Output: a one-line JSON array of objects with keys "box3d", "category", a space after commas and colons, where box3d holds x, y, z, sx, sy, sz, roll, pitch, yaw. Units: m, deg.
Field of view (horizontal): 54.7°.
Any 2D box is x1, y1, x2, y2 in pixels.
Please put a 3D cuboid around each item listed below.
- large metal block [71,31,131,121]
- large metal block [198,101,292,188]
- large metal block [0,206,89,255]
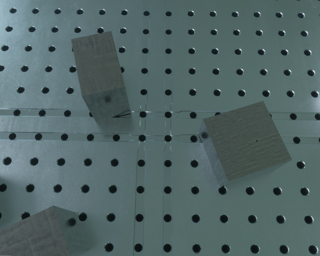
[{"box3d": [-0.075, -0.065, 0.405, 0.050, 0.080, 0.080, -14, 71, -5], "category": "large metal block"}, {"box3d": [0.103, 0.022, 0.392, 0.081, 0.050, 0.080, -17, 71, -7], "category": "large metal block"}, {"box3d": [-0.133, 0.128, 0.334, 0.080, 0.080, 0.050, -24, 72, -9], "category": "large metal block"}]
